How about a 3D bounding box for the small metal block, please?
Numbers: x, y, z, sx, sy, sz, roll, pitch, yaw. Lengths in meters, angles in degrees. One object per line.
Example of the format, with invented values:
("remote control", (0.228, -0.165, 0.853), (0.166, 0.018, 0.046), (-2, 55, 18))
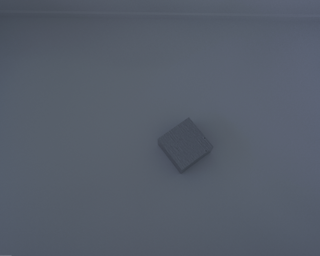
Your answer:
("small metal block", (0.032, 0.023, 0.402), (0.050, 0.025, 0.050), (-35, 74, -12))
